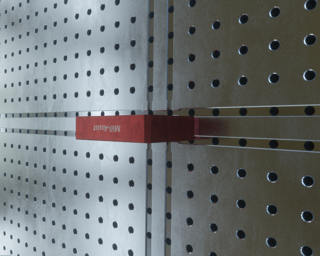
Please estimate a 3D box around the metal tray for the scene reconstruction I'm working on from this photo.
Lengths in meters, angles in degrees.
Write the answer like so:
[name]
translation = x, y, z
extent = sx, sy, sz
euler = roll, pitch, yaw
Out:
[metal tray]
translation = -0.033, 0.000, 0.395
extent = 0.130, 0.091, 0.030
euler = 1, 91, 40
